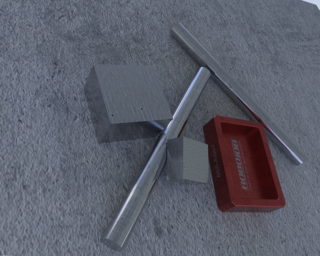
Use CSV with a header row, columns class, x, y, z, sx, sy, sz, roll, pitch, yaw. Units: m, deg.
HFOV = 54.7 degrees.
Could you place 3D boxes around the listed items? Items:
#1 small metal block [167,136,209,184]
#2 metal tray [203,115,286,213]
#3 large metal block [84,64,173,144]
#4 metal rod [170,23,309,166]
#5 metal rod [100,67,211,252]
class,x,y,z,sx,sy,sz,roll,pitch,yaw
small metal block,0.035,0.042,0.382,0.050,0.025,0.050,19,65,-44
metal tray,0.116,0.050,0.434,0.091,0.030,0.130,8,58,-24
large metal block,-0.041,-0.031,0.386,0.081,0.050,0.080,-6,65,-31
metal rod,0.127,-0.058,0.509,0.300,0.025,0.025,47,51,5
metal rod,0.011,0.015,0.402,0.025,0.025,0.301,35,51,-6
